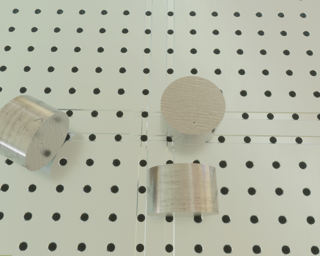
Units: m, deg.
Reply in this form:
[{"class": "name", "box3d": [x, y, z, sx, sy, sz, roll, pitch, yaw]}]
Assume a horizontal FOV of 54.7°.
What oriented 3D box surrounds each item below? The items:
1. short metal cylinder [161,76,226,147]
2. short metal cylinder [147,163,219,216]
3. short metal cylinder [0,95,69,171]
[{"class": "short metal cylinder", "box3d": [0.041, -0.021, 0.406, 0.081, 0.050, 0.080, 0, 70, 0]}, {"class": "short metal cylinder", "box3d": [0.026, 0.074, 0.356, 0.081, 0.080, 0.050, -1, 70, 0]}, {"class": "short metal cylinder", "box3d": [-0.157, 0.006, 0.379, 0.050, 0.080, 0.080, 26, 72, 9]}]
